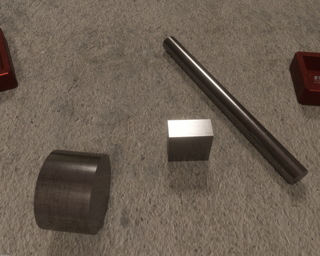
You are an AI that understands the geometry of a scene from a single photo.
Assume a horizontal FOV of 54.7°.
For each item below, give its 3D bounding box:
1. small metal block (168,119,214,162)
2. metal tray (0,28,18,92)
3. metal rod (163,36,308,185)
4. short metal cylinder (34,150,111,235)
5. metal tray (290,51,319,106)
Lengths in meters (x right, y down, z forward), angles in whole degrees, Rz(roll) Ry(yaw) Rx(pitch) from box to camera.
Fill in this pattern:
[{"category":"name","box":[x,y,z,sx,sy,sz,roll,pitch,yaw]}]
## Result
[{"category":"small metal block","box":[0.035,0.016,0.374,0.050,0.050,0.025,-2,50,-2]},{"category":"metal tray","box":[-0.282,-0.102,0.481,0.091,0.030,0.130,-19,53,-16]},{"category":"metal rod","box":[0.088,-0.043,0.440,0.025,0.025,0.300,-23,54,-18]},{"category":"short metal cylinder","box":[-0.084,0.064,0.313,0.050,0.080,0.080,5,50,4]},{"category":"metal tray","box":[0.271,-0.072,0.463,0.131,0.030,0.090,5,50,3]}]
